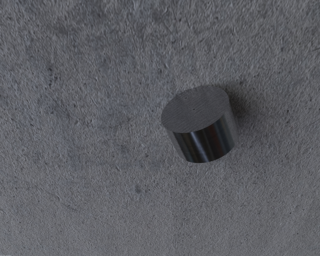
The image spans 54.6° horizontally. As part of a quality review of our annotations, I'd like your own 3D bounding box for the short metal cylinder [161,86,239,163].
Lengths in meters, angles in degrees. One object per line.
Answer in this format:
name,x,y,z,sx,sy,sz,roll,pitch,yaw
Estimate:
short metal cylinder,0.048,-0.005,0.367,0.080,0.080,0.050,-17,128,14
